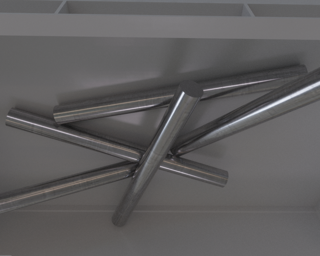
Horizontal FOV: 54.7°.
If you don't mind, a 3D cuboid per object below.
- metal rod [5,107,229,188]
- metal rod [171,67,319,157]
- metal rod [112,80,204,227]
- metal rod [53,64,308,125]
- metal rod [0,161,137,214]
[{"bbox_3d":[-0.049,0.030,0.420,0.302,0.025,0.025,17,128,-10],"label":"metal rod"},{"bbox_3d":[0.096,-0.015,0.312,0.025,0.025,0.299,26,152,-20],"label":"metal rod"},{"bbox_3d":[-0.018,0.056,0.406,0.025,0.025,0.298,15,136,-13],"label":"metal rod"},{"bbox_3d":[0.019,-0.039,0.375,0.301,0.025,0.025,-9,130,7],"label":"metal rod"},{"bbox_3d":[-0.146,0.082,0.402,0.302,0.025,0.025,-13,133,-20],"label":"metal rod"}]
